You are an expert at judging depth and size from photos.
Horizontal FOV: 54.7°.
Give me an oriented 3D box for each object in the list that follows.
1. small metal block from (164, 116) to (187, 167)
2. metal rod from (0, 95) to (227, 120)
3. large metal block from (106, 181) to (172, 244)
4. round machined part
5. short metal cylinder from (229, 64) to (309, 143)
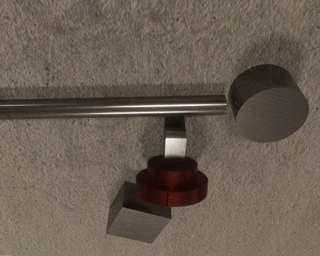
[{"bbox_3d":[0.018,0.016,0.404,0.025,0.050,0.050,1,130,-2],"label":"small metal block"},{"bbox_3d":[-0.071,-0.025,0.384,0.302,0.025,0.025,-1,130,0],"label":"metal rod"},{"bbox_3d":[-0.035,0.140,0.510,0.081,0.050,0.079,18,128,-16],"label":"large metal block"},{"bbox_3d":[0.016,0.067,0.424,0.099,0.098,0.042,1,102,-2],"label":"round machined part"},{"bbox_3d":[0.126,-0.028,0.369,0.081,0.050,0.079,-1,130,0],"label":"short metal cylinder"}]
